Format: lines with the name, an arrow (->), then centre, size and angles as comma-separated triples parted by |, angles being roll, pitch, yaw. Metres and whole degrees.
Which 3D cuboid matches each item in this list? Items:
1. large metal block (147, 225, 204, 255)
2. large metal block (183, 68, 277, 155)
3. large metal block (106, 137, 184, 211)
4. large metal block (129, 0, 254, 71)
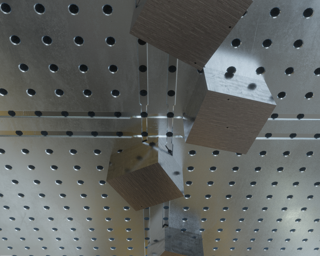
large metal block -> 0.028, 0.240, 0.599 | 0.080, 0.050, 0.080 | 20, 127, -16
large metal block -> 0.080, -0.020, 0.379 | 0.080, 0.050, 0.079 | 11, 129, -10
large metal block -> -0.019, 0.069, 0.454 | 0.080, 0.050, 0.080 | -22, 127, 17
large metal block -> 0.026, -0.115, 0.297 | 0.080, 0.050, 0.080 | 24, 126, -19
